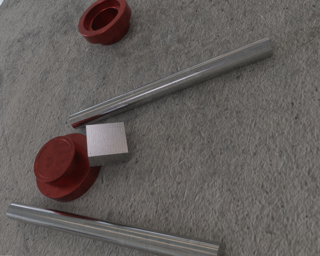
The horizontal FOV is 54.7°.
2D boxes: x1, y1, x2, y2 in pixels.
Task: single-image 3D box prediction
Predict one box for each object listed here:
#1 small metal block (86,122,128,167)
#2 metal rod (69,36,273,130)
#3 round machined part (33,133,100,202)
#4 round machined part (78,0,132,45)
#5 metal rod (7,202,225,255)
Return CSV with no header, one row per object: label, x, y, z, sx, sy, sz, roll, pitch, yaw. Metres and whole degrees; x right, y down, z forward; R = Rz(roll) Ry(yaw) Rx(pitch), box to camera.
small metal block,-0.071,0.021,0.414,0.050,0.025,0.050,-5,54,-11
metal rod,0.004,-0.057,0.436,0.301,0.025,0.025,-19,54,16
round machined part,-0.135,0.050,0.433,0.098,0.042,0.098,-13,56,21
round machined part,-0.094,-0.189,0.558,0.098,0.042,0.098,-13,56,21
metal rod,-0.074,0.120,0.368,0.300,0.025,0.025,1,62,28
